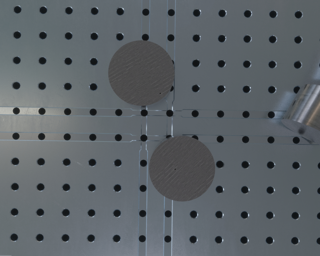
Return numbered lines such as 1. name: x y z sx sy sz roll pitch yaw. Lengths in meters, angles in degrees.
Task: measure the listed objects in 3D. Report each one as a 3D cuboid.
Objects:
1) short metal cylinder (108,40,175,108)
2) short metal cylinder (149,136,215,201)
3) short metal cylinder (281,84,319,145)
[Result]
1. short metal cylinder: -0.022 -0.067 0.400 0.081 0.050 0.079 0 90 0
2. short metal cylinder: 0.027 0.049 0.401 0.081 0.050 0.079 0 90 0
3. short metal cylinder: 0.202 -0.013 0.387 0.080 0.080 0.050 30 90 0
